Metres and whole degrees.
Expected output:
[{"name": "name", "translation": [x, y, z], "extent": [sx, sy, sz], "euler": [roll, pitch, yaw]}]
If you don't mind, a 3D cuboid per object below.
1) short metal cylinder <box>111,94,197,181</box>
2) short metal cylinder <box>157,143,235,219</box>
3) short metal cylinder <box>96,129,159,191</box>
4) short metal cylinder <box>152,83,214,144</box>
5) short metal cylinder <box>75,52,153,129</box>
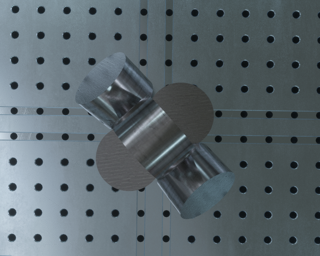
[{"name": "short metal cylinder", "translation": [-0.006, 0.010, 0.334], "extent": [0.050, 0.080, 0.080], "euler": [-41, 91, 0]}, {"name": "short metal cylinder", "translation": [0.044, 0.065, 0.379], "extent": [0.080, 0.080, 0.050], "euler": [-41, 55, 0]}, {"name": "short metal cylinder", "translation": [-0.037, 0.037, 0.400], "extent": [0.081, 0.050, 0.079], "euler": [0, 90, -1]}, {"name": "short metal cylinder", "translation": [0.025, -0.016, 0.400], "extent": [0.081, 0.050, 0.079], "euler": [0, 90, -1]}, {"name": "short metal cylinder", "translation": [-0.056, -0.045, 0.378], "extent": [0.080, 0.080, 0.050], "euler": [-46, 125, 0]}]
